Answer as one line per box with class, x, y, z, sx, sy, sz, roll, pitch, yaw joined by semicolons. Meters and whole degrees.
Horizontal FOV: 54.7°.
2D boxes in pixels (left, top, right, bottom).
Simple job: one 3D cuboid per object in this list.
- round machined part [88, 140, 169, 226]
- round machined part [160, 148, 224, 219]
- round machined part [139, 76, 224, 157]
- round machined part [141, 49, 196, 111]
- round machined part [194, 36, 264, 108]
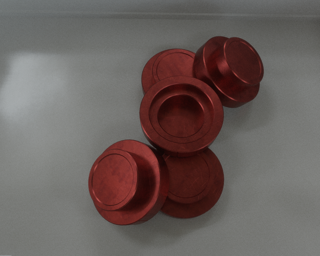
round machined part;-0.042;0.061;0.354;0.098;0.042;0.098;-9;72;28
round machined part;0.029;0.059;0.377;0.099;0.042;0.098;0;70;-1
round machined part;0.025;-0.011;0.380;0.099;0.042;0.098;0;70;-1
round machined part;0.024;-0.068;0.424;0.099;0.042;0.098;0;70;-1
round machined part;0.097;-0.079;0.406;0.099;0.042;0.098;13;64;-28
